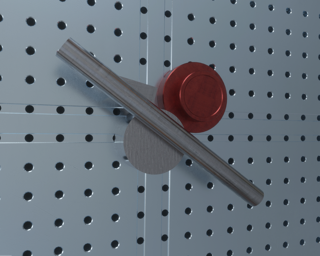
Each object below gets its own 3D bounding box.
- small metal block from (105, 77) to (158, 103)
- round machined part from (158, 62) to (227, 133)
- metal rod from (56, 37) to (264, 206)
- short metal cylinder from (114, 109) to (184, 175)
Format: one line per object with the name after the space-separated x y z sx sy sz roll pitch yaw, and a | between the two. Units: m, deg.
-0.037 -0.043 0.386 0.050 0.050 0.025 15 85 -20 | small metal block
0.050 -0.042 0.423 0.099 0.042 0.097 0 90 -20 | round machined part
0.013 0.004 0.365 0.301 0.025 0.025 38 78 -17 | metal rod
-0.013 0.016 0.395 0.081 0.050 0.079 0 90 -20 | short metal cylinder
